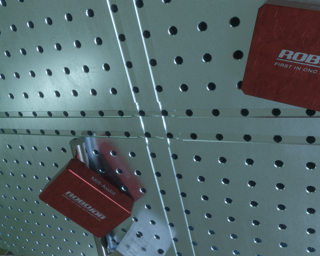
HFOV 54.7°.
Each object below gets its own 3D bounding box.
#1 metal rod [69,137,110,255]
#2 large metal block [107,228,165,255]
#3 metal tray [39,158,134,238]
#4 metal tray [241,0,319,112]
[{"bbox_3d":[-0.120,0.150,0.564,0.025,0.025,0.298,9,123,23],"label":"metal rod"},{"bbox_3d":[-0.052,0.244,0.571,0.080,0.050,0.080,38,129,2],"label":"large metal block"},{"bbox_3d":[-0.120,0.119,0.514,0.130,0.030,0.090,40,117,-15],"label":"metal tray"},{"bbox_3d":[0.151,-0.063,0.289,0.130,0.030,0.089,16,125,18],"label":"metal tray"}]
